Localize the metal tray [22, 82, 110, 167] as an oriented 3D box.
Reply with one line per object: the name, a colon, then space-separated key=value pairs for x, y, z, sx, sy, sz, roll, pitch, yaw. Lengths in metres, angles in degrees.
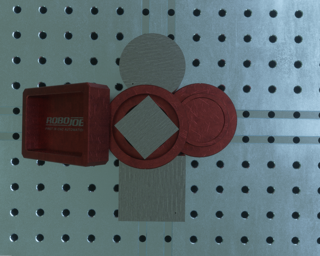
metal tray: x=-0.117 y=-0.005 z=0.374 sx=0.130 sy=0.030 sz=0.089 roll=1 pitch=90 yaw=37

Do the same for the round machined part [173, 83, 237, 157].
round machined part: x=0.052 y=-0.010 z=0.404 sx=0.099 sy=0.042 sz=0.097 roll=0 pitch=90 yaw=0

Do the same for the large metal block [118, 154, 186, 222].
large metal block: x=-0.009 y=0.073 z=0.398 sx=0.081 sy=0.050 sz=0.080 roll=1 pitch=90 yaw=0

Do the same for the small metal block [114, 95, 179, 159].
small metal block: x=-0.015 y=-0.001 z=0.351 sx=0.050 sy=0.025 sz=0.050 roll=-42 pitch=90 yaw=0

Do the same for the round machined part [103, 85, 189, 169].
round machined part: x=-0.016 y=-0.001 z=0.376 sx=0.099 sy=0.042 sz=0.097 roll=0 pitch=90 yaw=0

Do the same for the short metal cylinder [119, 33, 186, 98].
short metal cylinder: x=-0.009 y=-0.075 z=0.400 sx=0.081 sy=0.050 sz=0.080 roll=0 pitch=90 yaw=0
